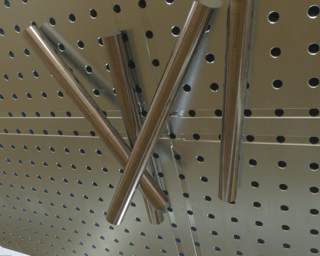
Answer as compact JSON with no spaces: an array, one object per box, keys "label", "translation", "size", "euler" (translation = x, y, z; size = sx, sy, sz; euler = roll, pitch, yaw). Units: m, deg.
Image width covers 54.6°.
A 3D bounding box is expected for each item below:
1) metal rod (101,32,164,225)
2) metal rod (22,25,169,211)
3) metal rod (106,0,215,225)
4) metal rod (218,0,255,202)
[{"label":"metal rod","translation":[-0.032,0.018,0.439],"size":[0.025,0.025,0.298],"euler":[3,120,27]},{"label":"metal rod","translation":[-0.087,-0.013,0.427],"size":[0.025,0.025,0.300],"euler":[-36,92,38]},{"label":"metal rod","translation":[-0.010,0.001,0.373],"size":[0.025,0.025,0.298],"euler":[28,114,10]},{"label":"metal rod","translation":[0.083,-0.037,0.344],"size":[0.025,0.025,0.298],"euler":[10,123,23]}]
